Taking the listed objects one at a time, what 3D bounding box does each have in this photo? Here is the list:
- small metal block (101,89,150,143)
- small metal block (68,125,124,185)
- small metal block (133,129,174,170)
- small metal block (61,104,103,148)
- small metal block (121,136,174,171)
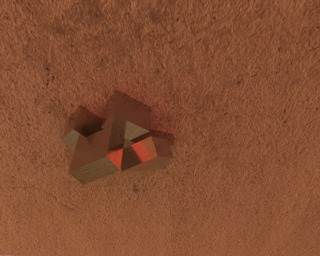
[{"bbox_3d":[-0.040,-0.014,0.380,0.050,0.050,0.025,26,125,-21],"label":"small metal block"},{"bbox_3d":[-0.071,0.031,0.352,0.050,0.050,0.025,-23,127,18],"label":"small metal block"},{"bbox_3d":[-0.012,0.029,0.433,0.050,0.025,0.050,12,129,-11],"label":"small metal block"},{"bbox_3d":[-0.092,0.006,0.396,0.025,0.050,0.050,-37,121,27],"label":"small metal block"},{"bbox_3d":[-0.018,0.034,0.388,0.050,0.025,0.050,-25,164,19],"label":"small metal block"}]
